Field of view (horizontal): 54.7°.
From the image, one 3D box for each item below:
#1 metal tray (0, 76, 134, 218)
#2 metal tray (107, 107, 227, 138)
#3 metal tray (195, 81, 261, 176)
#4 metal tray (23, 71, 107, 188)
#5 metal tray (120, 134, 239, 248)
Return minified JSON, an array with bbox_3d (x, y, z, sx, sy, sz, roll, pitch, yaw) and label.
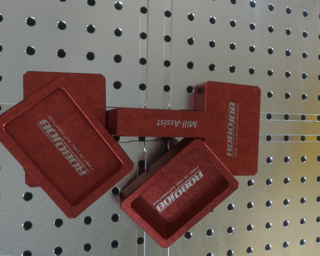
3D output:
[{"bbox_3d":[-0.103,0.021,0.339,0.090,0.030,0.130,-40,103,-16],"label":"metal tray"},{"bbox_3d":[0.004,-0.005,0.379,0.131,0.090,0.030,2,90,-20],"label":"metal tray"},{"bbox_3d":[0.097,0.002,0.446,0.091,0.030,0.129,3,89,-21],"label":"metal tray"},{"bbox_3d":[-0.112,0.001,0.369,0.091,0.030,0.129,-1,91,-20],"label":"metal tray"},{"bbox_3d":[0.024,0.081,0.400,0.130,0.030,0.090,-41,105,2],"label":"metal tray"}]
